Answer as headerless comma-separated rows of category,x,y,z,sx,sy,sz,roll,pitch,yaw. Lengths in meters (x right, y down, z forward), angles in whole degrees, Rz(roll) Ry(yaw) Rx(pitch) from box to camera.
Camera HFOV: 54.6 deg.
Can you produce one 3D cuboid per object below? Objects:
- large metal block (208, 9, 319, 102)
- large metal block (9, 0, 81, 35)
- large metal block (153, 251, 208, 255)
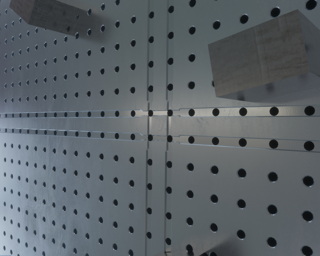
large metal block,0.104,-0.059,0.288,0.080,0.081,0.050,-13,82,39
large metal block,-0.201,-0.210,0.542,0.080,0.081,0.050,41,115,32
large metal block,0.008,0.185,0.368,0.080,0.081,0.050,-21,77,38
